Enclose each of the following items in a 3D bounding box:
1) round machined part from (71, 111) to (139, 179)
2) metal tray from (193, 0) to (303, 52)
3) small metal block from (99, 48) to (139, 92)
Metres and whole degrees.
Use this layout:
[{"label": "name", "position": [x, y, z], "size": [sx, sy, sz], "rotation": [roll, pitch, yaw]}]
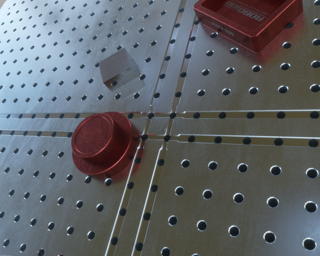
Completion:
[{"label": "round machined part", "position": [-0.083, 0.018, 0.430], "size": [0.098, 0.042, 0.098], "rotation": [-13, 56, 21]}, {"label": "metal tray", "position": [0.123, -0.173, 0.446], "size": [0.090, 0.030, 0.130], "rotation": [-43, 51, -2]}, {"label": "small metal block", "position": [-0.068, -0.095, 0.502], "size": [0.050, 0.025, 0.050], "rotation": [-28, 52, 11]}]
